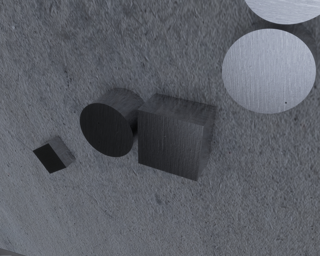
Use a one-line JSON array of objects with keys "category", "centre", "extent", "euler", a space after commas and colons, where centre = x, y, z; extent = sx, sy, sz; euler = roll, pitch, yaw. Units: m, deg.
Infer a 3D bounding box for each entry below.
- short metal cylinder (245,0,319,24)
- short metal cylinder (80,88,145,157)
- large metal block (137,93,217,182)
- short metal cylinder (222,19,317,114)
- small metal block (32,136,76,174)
[{"category": "short metal cylinder", "centre": [0.110, -0.131, 0.252], "extent": [0.080, 0.050, 0.079], "euler": [13, 124, 21]}, {"category": "short metal cylinder", "centre": [-0.059, -0.008, 0.417], "extent": [0.080, 0.050, 0.079], "euler": [13, 124, 21]}, {"category": "large metal block", "centre": [0.020, 0.010, 0.386], "extent": [0.080, 0.050, 0.079], "euler": [15, 125, 20]}, {"category": "short metal cylinder", "centre": [0.106, -0.060, 0.298], "extent": [0.080, 0.050, 0.079], "euler": [13, 124, 21]}, {"category": "small metal block", "centre": [-0.181, 0.046, 0.531], "extent": [0.050, 0.025, 0.050], "euler": [-21, 107, 36]}]
